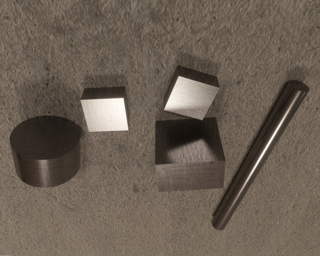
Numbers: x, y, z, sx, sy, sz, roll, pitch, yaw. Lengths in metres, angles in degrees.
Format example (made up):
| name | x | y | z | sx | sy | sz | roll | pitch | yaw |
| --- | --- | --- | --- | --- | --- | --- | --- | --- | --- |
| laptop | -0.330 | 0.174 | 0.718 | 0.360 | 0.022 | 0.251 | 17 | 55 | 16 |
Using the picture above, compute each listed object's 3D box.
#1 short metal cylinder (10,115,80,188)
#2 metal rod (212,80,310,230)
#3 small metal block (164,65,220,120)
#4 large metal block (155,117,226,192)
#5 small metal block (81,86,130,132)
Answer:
| name | x | y | z | sx | sy | sz | roll | pitch | yaw |
| --- | --- | --- | --- | --- | --- | --- | --- | --- | --- |
| short metal cylinder | -0.143 | 0.028 | 0.393 | 0.081 | 0.080 | 0.050 | 7 | 130 | -6 |
| metal rod | 0.135 | 0.061 | 0.461 | 0.025 | 0.025 | 0.298 | 9 | 130 | -8 |
| small metal block | 0.037 | -0.042 | 0.372 | 0.050 | 0.025 | 0.050 | 14 | 129 | -12 |
| large metal block | 0.036 | 0.033 | 0.400 | 0.080 | 0.080 | 0.050 | -4 | 130 | 3 |
| small metal block | -0.067 | -0.023 | 0.387 | 0.050 | 0.025 | 0.050 | -3 | 130 | 1 |
